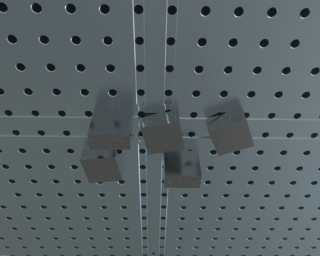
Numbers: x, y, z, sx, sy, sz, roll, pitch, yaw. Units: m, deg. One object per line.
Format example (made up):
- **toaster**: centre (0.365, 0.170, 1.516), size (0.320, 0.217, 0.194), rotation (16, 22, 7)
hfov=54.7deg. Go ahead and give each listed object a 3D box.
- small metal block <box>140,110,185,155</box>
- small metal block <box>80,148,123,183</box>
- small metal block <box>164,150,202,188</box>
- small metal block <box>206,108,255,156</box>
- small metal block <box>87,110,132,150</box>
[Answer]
- **small metal block**: centre (0.004, 0.007, 0.418), size (0.050, 0.025, 0.050), rotation (-8, 130, 6)
- **small metal block**: centre (-0.084, 0.054, 0.456), size (0.050, 0.025, 0.050), rotation (-6, 130, 4)
- **small metal block**: centre (0.031, 0.059, 0.446), size (0.050, 0.050, 0.025), rotation (1, 130, -1)
- **small metal block**: centre (0.095, 0.006, 0.419), size (0.050, 0.025, 0.050), rotation (-18, 128, 14)
- **small metal block**: centre (-0.062, 0.002, 0.396), size (0.050, 0.050, 0.025), rotation (0, 130, -1)
